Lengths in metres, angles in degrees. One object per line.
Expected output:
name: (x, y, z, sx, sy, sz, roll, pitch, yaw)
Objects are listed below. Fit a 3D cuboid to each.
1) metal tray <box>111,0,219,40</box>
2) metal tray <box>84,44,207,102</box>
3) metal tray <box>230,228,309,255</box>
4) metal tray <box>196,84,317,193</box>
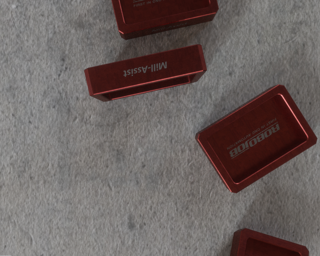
metal tray: (0.002, -0.176, 0.407, 0.131, 0.030, 0.089, -13, 90, -1)
metal tray: (-0.016, -0.063, 0.377, 0.131, 0.090, 0.030, -12, 90, -1)
metal tray: (0.129, 0.202, 0.383, 0.090, 0.030, 0.130, 17, 66, 1)
metal tray: (0.125, 0.014, 0.409, 0.130, 0.030, 0.090, -32, 90, -1)
